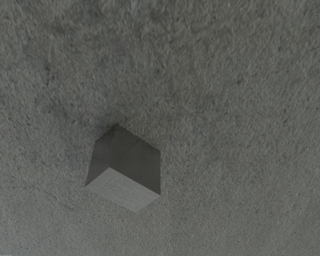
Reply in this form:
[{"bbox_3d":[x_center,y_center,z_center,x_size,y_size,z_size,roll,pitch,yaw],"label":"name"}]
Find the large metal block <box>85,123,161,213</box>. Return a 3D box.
[{"bbox_3d":[-0.046,0.054,0.416,0.080,0.080,0.050,35,122,-26],"label":"large metal block"}]
